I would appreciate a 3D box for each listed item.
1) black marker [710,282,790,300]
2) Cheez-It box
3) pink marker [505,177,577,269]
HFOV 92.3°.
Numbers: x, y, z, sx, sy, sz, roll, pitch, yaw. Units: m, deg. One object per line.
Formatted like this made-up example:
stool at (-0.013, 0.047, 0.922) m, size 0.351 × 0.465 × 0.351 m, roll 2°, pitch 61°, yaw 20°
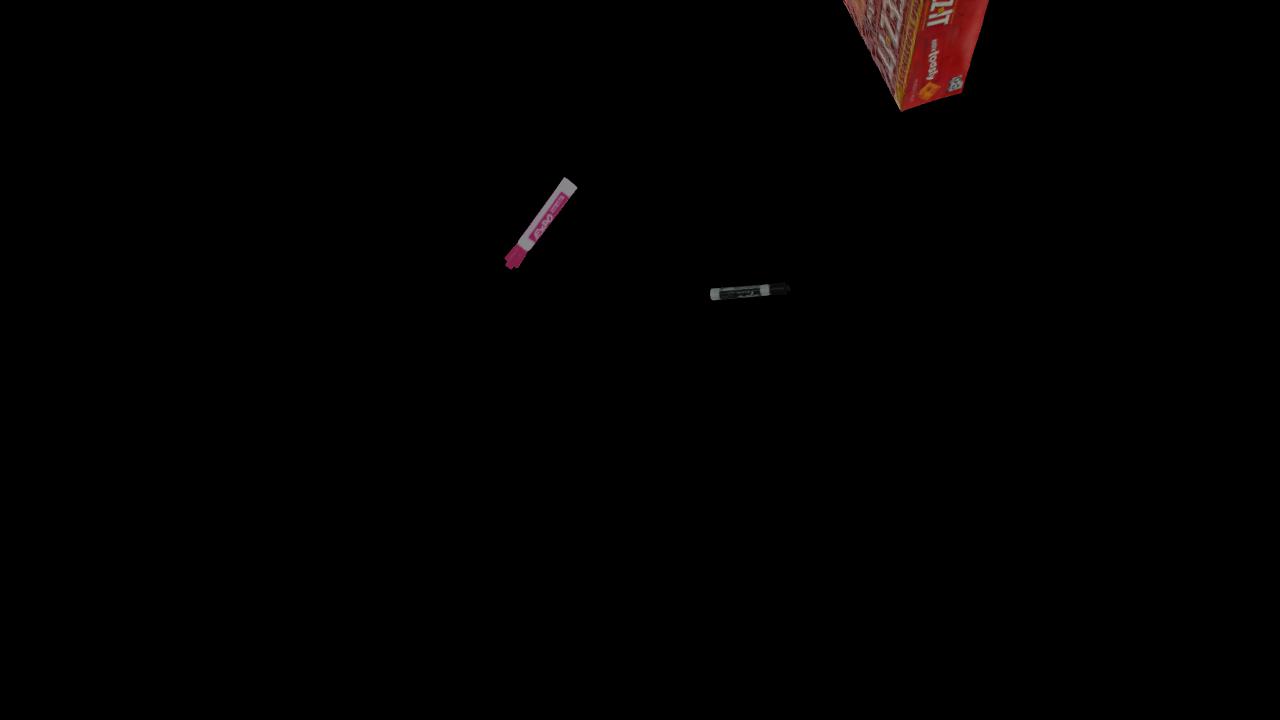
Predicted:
black marker at (0.166, -0.104, 0.934) m, size 0.121 × 0.020 × 0.020 m, roll -2°, pitch -1°, yaw 26°
Cheez-It box at (0.256, -0.386, 0.598) m, size 0.071 × 0.223 × 0.166 m, roll -16°, pitch -27°, yaw 8°
pink marker at (-0.115, -0.154, 0.702) m, size 0.020 × 0.121 × 0.020 m, roll 38°, pitch 6°, yaw -5°
